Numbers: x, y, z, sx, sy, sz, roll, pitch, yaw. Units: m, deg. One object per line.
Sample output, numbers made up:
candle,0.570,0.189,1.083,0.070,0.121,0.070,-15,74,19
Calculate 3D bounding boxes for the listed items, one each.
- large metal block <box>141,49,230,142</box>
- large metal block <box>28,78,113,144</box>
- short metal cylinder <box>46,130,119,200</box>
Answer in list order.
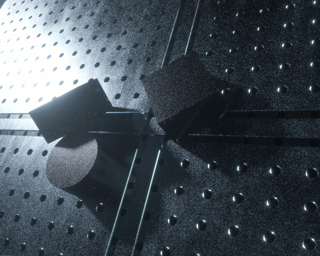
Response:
large metal block,0.031,-0.042,0.401,0.080,0.050,0.080,-28,52,10
large metal block,-0.125,-0.027,0.449,0.080,0.050,0.080,-24,13,13
short metal cylinder,-0.104,0.050,0.416,0.080,0.050,0.080,-13,56,21
